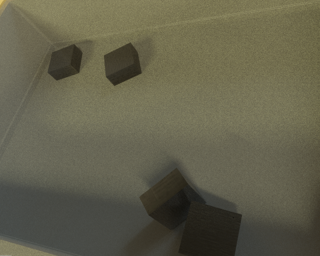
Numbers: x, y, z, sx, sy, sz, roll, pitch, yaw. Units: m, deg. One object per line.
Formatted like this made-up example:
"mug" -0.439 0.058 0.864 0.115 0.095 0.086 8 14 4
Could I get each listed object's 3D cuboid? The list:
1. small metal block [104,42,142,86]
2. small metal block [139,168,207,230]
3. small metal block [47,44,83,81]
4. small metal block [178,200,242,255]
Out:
"small metal block" -0.061 -0.103 0.499 0.050 0.025 0.050 -22 54 14
"small metal block" 0.015 0.077 0.332 0.050 0.050 0.025 -39 45 2
"small metal block" -0.174 -0.120 0.568 0.050 0.025 0.050 -14 56 20
"small metal block" 0.049 0.104 0.304 0.050 0.025 0.050 14 67 8
